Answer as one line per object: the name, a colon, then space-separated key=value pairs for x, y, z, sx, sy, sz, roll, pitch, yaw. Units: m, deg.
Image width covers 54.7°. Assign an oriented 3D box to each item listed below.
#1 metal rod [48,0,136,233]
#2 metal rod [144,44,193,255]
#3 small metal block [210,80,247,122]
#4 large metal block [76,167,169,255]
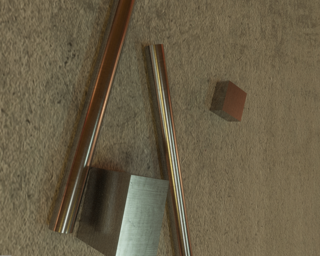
metal rod: x=-0.069 y=-0.037 z=0.348 sx=0.025 sy=0.025 sz=0.299 roll=22 pitch=76 yaw=-38
metal rod: x=0.014 y=0.040 z=0.418 sx=0.025 sy=0.025 sz=0.298 roll=-14 pitch=99 yaw=-39
small metal block: x=0.111 y=-0.042 z=0.501 sx=0.050 sy=0.025 sz=0.050 roll=26 pitch=74 yaw=-37
large metal block: x=-0.042 y=0.089 z=0.336 sx=0.050 sy=0.080 sz=0.080 roll=17 pitch=79 yaw=-39
